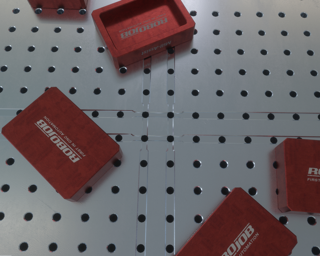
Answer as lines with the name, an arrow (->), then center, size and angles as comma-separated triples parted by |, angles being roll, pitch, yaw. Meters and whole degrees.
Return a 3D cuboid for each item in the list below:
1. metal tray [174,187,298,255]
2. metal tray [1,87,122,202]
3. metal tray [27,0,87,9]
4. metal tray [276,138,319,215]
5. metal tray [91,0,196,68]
metal tray -> 0.080, 0.145, 0.356 | 0.090, 0.030, 0.130 | 42, 75, 14
metal tray -> -0.125, 0.019, 0.402 | 0.130, 0.030, 0.090 | 41, 75, 13
metal tray -> -0.160, -0.256, 0.501 | 0.090, 0.030, 0.130 | 3, 70, 1
metal tray -> 0.217, 0.064, 0.387 | 0.131, 0.030, 0.090 | 4, 70, 1
metal tray -> -0.025, -0.155, 0.465 | 0.131, 0.030, 0.090 | -24, 72, -9
